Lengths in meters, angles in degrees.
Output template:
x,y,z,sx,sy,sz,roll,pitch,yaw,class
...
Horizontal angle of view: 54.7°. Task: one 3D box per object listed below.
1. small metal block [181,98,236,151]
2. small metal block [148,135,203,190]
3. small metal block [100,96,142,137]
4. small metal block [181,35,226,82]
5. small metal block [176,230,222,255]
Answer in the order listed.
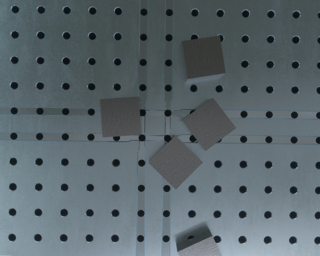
x,y,z,sx,sy,sz,roll,pitch,yaw,class
0.064,-0.005,0.414,0.050,0.025,0.050,-37,90,0,small metal block
0.020,0.045,0.414,0.050,0.025,0.050,45,90,-1,small metal block
-0.051,-0.014,0.413,0.050,0.025,0.050,-4,90,-1,small metal block
0.057,-0.092,0.414,0.050,0.025,0.050,-9,90,-1,small metal block
0.056,0.173,0.414,0.050,0.025,0.050,-25,90,-1,small metal block
